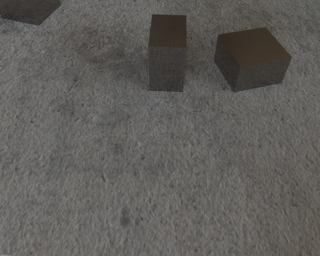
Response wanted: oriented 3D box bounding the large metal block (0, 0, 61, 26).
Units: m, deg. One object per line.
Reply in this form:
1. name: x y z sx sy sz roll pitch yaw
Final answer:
1. large metal block: -0.251 -0.245 0.590 0.080 0.050 0.080 14 51 11

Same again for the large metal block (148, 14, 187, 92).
1. large metal block: 0.012 -0.111 0.461 0.050 0.080 0.080 2 50 2

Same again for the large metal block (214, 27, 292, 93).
1. large metal block: 0.139 -0.107 0.479 0.081 0.050 0.080 -12 51 -10
